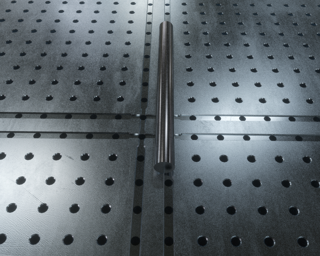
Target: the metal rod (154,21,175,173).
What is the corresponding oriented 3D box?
[{"bbox_3d":[0.008,-0.068,0.464,0.025,0.025,0.300,1,50,0],"label":"metal rod"}]
